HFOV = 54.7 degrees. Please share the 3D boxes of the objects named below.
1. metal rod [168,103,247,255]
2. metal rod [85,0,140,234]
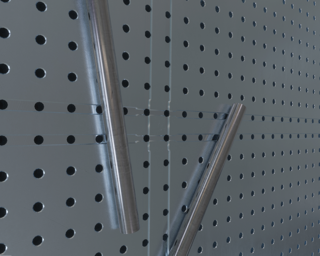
[{"bbox_3d":[0.070,0.090,0.467,0.025,0.025,0.300,41,65,-33],"label":"metal rod"},{"bbox_3d":[-0.056,-0.023,0.362,0.025,0.025,0.298,-13,98,-39],"label":"metal rod"}]
